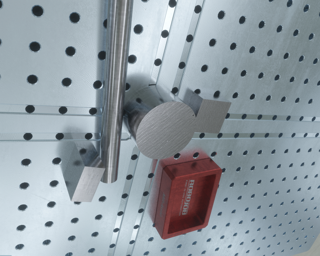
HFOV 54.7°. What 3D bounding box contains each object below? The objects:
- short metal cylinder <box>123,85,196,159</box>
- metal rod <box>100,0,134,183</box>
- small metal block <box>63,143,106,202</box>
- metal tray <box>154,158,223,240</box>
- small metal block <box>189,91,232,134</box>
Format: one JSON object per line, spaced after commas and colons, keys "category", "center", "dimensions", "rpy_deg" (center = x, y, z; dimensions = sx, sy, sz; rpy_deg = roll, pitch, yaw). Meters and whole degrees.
{"category": "short metal cylinder", "center": [-0.002, -0.008, 0.391], "dimensions": [0.081, 0.050, 0.079], "rpy_deg": [-14, 125, -21]}
{"category": "metal rod", "center": [-0.049, -0.064, 0.345], "dimensions": [0.025, 0.025, 0.298], "rpy_deg": [-6, 121, -26]}
{"category": "small metal block", "center": [-0.094, 0.054, 0.378], "dimensions": [0.025, 0.050, 0.050], "rpy_deg": [12, 112, -34]}
{"category": "metal tray", "center": [0.044, 0.116, 0.506], "dimensions": [0.091, 0.030, 0.129], "rpy_deg": [-7, 122, -25]}
{"category": "small metal block", "center": [0.066, -0.021, 0.436], "dimensions": [0.050, 0.025, 0.050], "rpy_deg": [4, 117, -31]}
